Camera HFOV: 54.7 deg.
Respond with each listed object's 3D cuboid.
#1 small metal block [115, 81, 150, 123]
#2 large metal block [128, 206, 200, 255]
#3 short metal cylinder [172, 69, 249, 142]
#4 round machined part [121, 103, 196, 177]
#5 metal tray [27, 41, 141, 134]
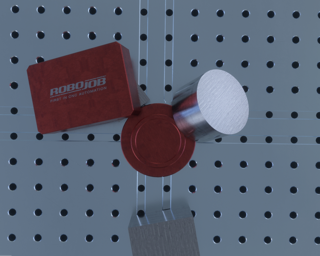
[{"bbox_3d":[-0.048,-0.042,0.413,0.050,0.025,0.050,-37,90,-1],"label":"small metal block"},{"bbox_3d":[0.008,0.154,0.401,0.080,0.050,0.080,-10,90,-1],"label":"large metal block"},{"bbox_3d":[0.062,-0.026,0.384,0.081,0.050,0.080,9,72,-30],"label":"short metal cylinder"},{"bbox_3d":[-0.002,0.016,0.405,0.099,0.042,0.097,0,90,-1],"label":"round machined part"},{"bbox_3d":[-0.097,-0.048,0.393,0.130,0.030,0.089,-12,88,13],"label":"metal tray"}]
